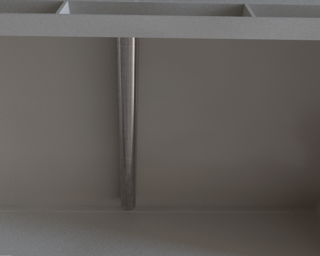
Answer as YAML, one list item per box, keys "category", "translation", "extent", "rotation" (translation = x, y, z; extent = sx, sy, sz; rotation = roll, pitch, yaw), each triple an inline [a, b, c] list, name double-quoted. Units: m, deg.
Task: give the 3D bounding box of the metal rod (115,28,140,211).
- category: "metal rod"
  translation: [-0.043, 0.014, 0.419]
  extent: [0.025, 0.025, 0.298]
  rotation: [3, 130, -2]
